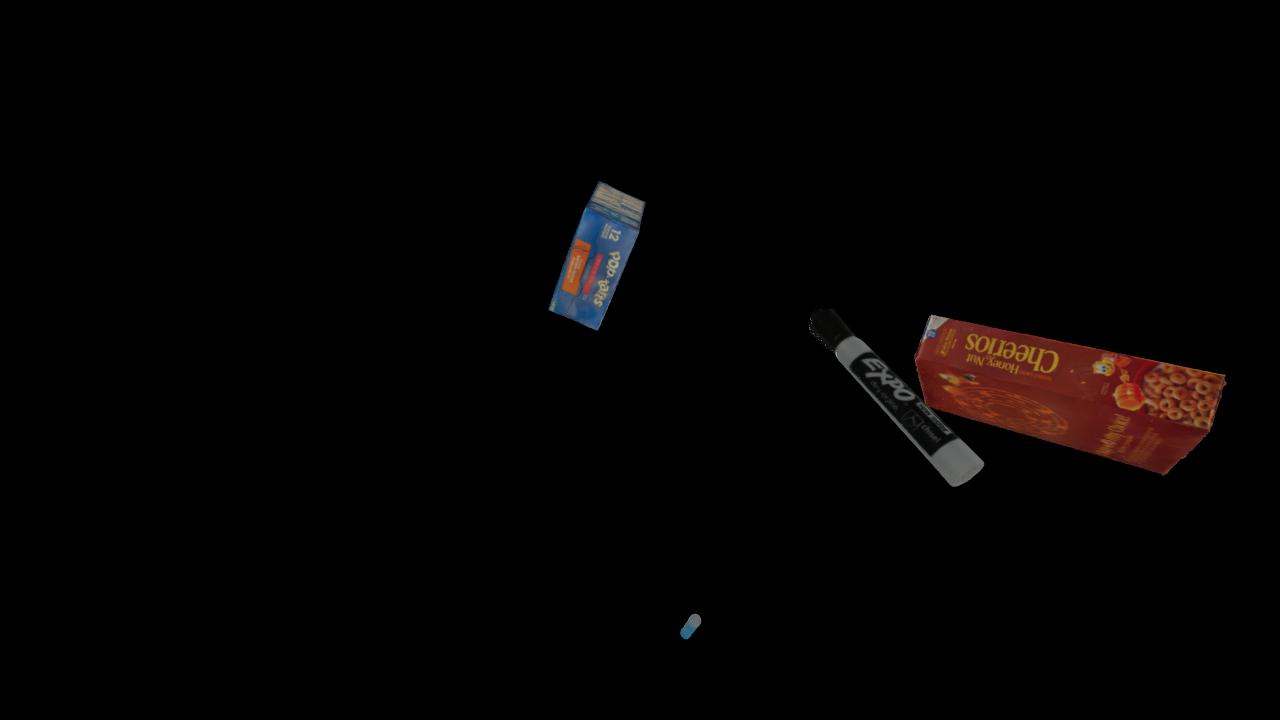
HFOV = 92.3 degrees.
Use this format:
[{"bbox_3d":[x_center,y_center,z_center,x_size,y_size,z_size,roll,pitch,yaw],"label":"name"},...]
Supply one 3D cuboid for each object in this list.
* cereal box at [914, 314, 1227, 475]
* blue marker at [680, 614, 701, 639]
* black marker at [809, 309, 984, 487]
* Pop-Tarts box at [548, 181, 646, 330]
[{"bbox_3d":[0.533,0.043,0.808,0.306,0.081,0.203,19,-13,35],"label":"cereal box"},{"bbox_3d":[0.079,0.424,0.975,0.020,0.020,0.121,0,-33,-4],"label":"blue marker"},{"bbox_3d":[0.130,0.014,0.328,0.020,0.020,0.121,0,43,-36],"label":"black marker"},{"bbox_3d":[-0.062,-0.156,0.911,0.083,0.167,0.141,20,31,-8],"label":"Pop-Tarts box"}]
